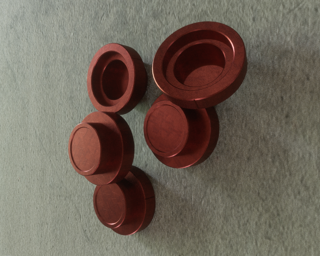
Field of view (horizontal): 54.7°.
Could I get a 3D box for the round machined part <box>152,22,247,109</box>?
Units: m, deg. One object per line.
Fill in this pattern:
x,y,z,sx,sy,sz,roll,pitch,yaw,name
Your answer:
0.045,-0.064,0.338,0.098,0.042,0.098,-8,64,17,round machined part

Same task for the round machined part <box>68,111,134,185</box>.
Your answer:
-0.083,0.027,0.405,0.098,0.042,0.097,0,90,40,round machined part

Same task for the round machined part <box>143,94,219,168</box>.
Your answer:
0.019,0.001,0.377,0.098,0.042,0.097,0,90,39,round machined part

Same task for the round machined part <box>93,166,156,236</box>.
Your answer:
-0.057,0.103,0.439,0.098,0.042,0.097,0,90,39,round machined part

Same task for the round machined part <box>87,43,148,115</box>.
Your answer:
-0.056,-0.067,0.438,0.098,0.042,0.097,0,90,39,round machined part
